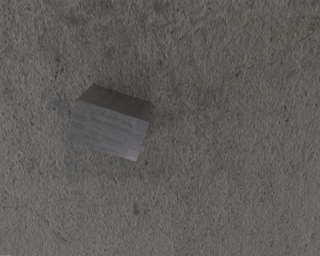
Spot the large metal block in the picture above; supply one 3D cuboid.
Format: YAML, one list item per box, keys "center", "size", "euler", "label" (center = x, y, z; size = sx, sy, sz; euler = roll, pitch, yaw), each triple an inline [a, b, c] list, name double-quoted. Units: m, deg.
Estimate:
- center: [-0.057, -0.010, 0.376]
  size: [0.080, 0.080, 0.050]
  euler: [18, 109, -7]
  label: "large metal block"
